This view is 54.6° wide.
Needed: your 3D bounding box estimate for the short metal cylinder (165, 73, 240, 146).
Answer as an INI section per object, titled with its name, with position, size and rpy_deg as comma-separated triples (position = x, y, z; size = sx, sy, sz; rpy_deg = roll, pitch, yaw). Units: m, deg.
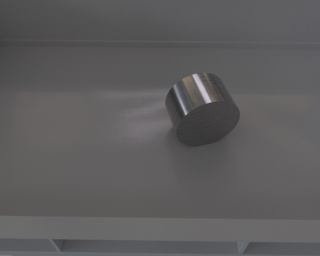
[short metal cylinder]
position = 0.052, -0.022, 0.388
size = 0.081, 0.080, 0.050
rpy_deg = -11, 51, -9
